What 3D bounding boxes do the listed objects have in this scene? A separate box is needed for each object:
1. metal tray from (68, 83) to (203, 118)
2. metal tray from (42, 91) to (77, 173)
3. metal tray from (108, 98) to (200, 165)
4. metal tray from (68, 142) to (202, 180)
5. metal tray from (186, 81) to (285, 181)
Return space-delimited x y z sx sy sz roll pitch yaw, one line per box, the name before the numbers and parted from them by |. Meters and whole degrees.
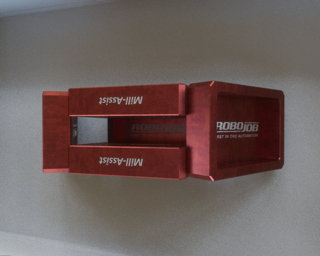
metal tray | -0.024 -0.027 0.350 0.130 0.090 0.030 0 90 20
metal tray | -0.125 0.003 0.399 0.030 0.130 0.089 0 91 -12
metal tray | -0.004 0.003 0.408 0.130 0.030 0.089 0 90 19
metal tray | -0.024 0.033 0.351 0.130 0.090 0.030 0 90 19
metal tray | 0.084 0.002 0.325 0.030 0.131 0.089 1 91 49
